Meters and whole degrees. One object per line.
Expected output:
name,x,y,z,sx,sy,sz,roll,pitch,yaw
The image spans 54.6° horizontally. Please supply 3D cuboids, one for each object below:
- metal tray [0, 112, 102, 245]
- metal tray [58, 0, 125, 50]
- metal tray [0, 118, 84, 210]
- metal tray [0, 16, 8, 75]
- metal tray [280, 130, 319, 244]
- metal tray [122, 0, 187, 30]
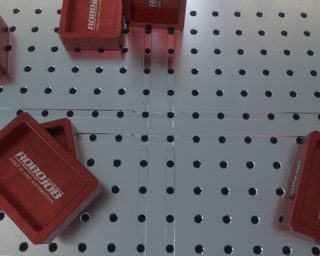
metal tray,-0.143,0.055,0.355,0.130,0.030,0.090,40,75,13
metal tray,-0.100,-0.184,0.475,0.090,0.030,0.130,1,70,0
metal tray,-0.168,0.046,0.391,0.131,0.030,0.090,-14,71,-5
metal tray,-0.294,-0.116,0.449,0.131,0.030,0.090,-8,70,-3
metal tray,0.211,0.078,0.381,0.090,0.030,0.130,20,71,7
metal tray,-0.007,-0.191,0.426,0.090,0.130,0.030,4,70,2
